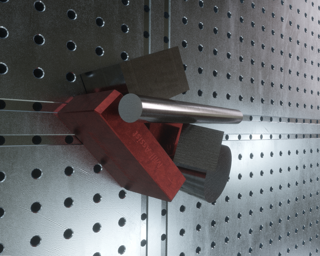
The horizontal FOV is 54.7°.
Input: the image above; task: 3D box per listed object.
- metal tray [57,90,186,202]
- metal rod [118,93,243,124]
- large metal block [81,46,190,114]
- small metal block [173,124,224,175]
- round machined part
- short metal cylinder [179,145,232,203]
[{"bbox_3d":[-0.041,0.021,0.333,0.030,0.090,0.130,-51,121,-28],"label":"metal tray"},{"bbox_3d":[0.051,-0.018,0.392,0.302,0.025,0.025,-1,91,-60],"label":"metal rod"},{"bbox_3d":[-0.028,-0.052,0.349,0.081,0.080,0.050,-27,107,-37],"label":"large metal block"},{"bbox_3d":[0.047,0.025,0.378,0.025,0.050,0.050,74,31,-73],"label":"small metal block"},{"bbox_3d":[-0.001,0.006,0.403,0.099,0.042,0.097,0,90,-40],"label":"round machined part"},{"bbox_3d":[0.059,0.057,0.429,0.081,0.050,0.079,-26,123,-48],"label":"short metal cylinder"}]
